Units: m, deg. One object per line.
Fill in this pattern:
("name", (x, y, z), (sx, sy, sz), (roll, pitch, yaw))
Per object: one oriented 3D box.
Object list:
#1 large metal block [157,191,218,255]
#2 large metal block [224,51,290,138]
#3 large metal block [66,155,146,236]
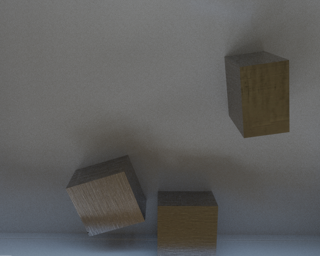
("large metal block", (0.037, 0.138, 0.442), (0.081, 0.050, 0.079), (0, 101, -1))
("large metal block", (0.112, -0.043, 0.367), (0.050, 0.080, 0.079), (-8, 110, 3))
("large metal block", (-0.071, 0.093, 0.432), (0.080, 0.050, 0.080), (-17, 109, 6))
